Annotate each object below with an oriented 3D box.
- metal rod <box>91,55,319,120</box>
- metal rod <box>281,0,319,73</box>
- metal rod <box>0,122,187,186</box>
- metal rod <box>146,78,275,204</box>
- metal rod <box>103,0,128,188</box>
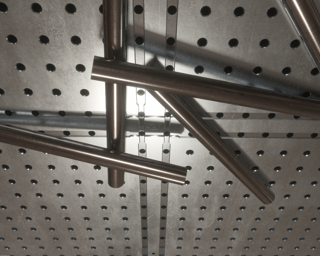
[{"bbox_3d":[0.075,-0.042,0.359,0.302,0.025,0.025,8,130,-15],"label":"metal rod"},{"bbox_3d":[0.179,-0.085,0.341,0.025,0.025,0.300,-32,124,24],"label":"metal rod"},{"bbox_3d":[-0.113,0.029,0.409,0.302,0.025,0.025,14,129,-3],"label":"metal rod"},{"bbox_3d":[0.082,0.028,0.436,0.025,0.025,0.300,-33,124,24],"label":"metal rod"},{"bbox_3d":[-0.055,-0.029,0.385,0.025,0.025,0.298,4,130,-4],"label":"metal rod"}]
